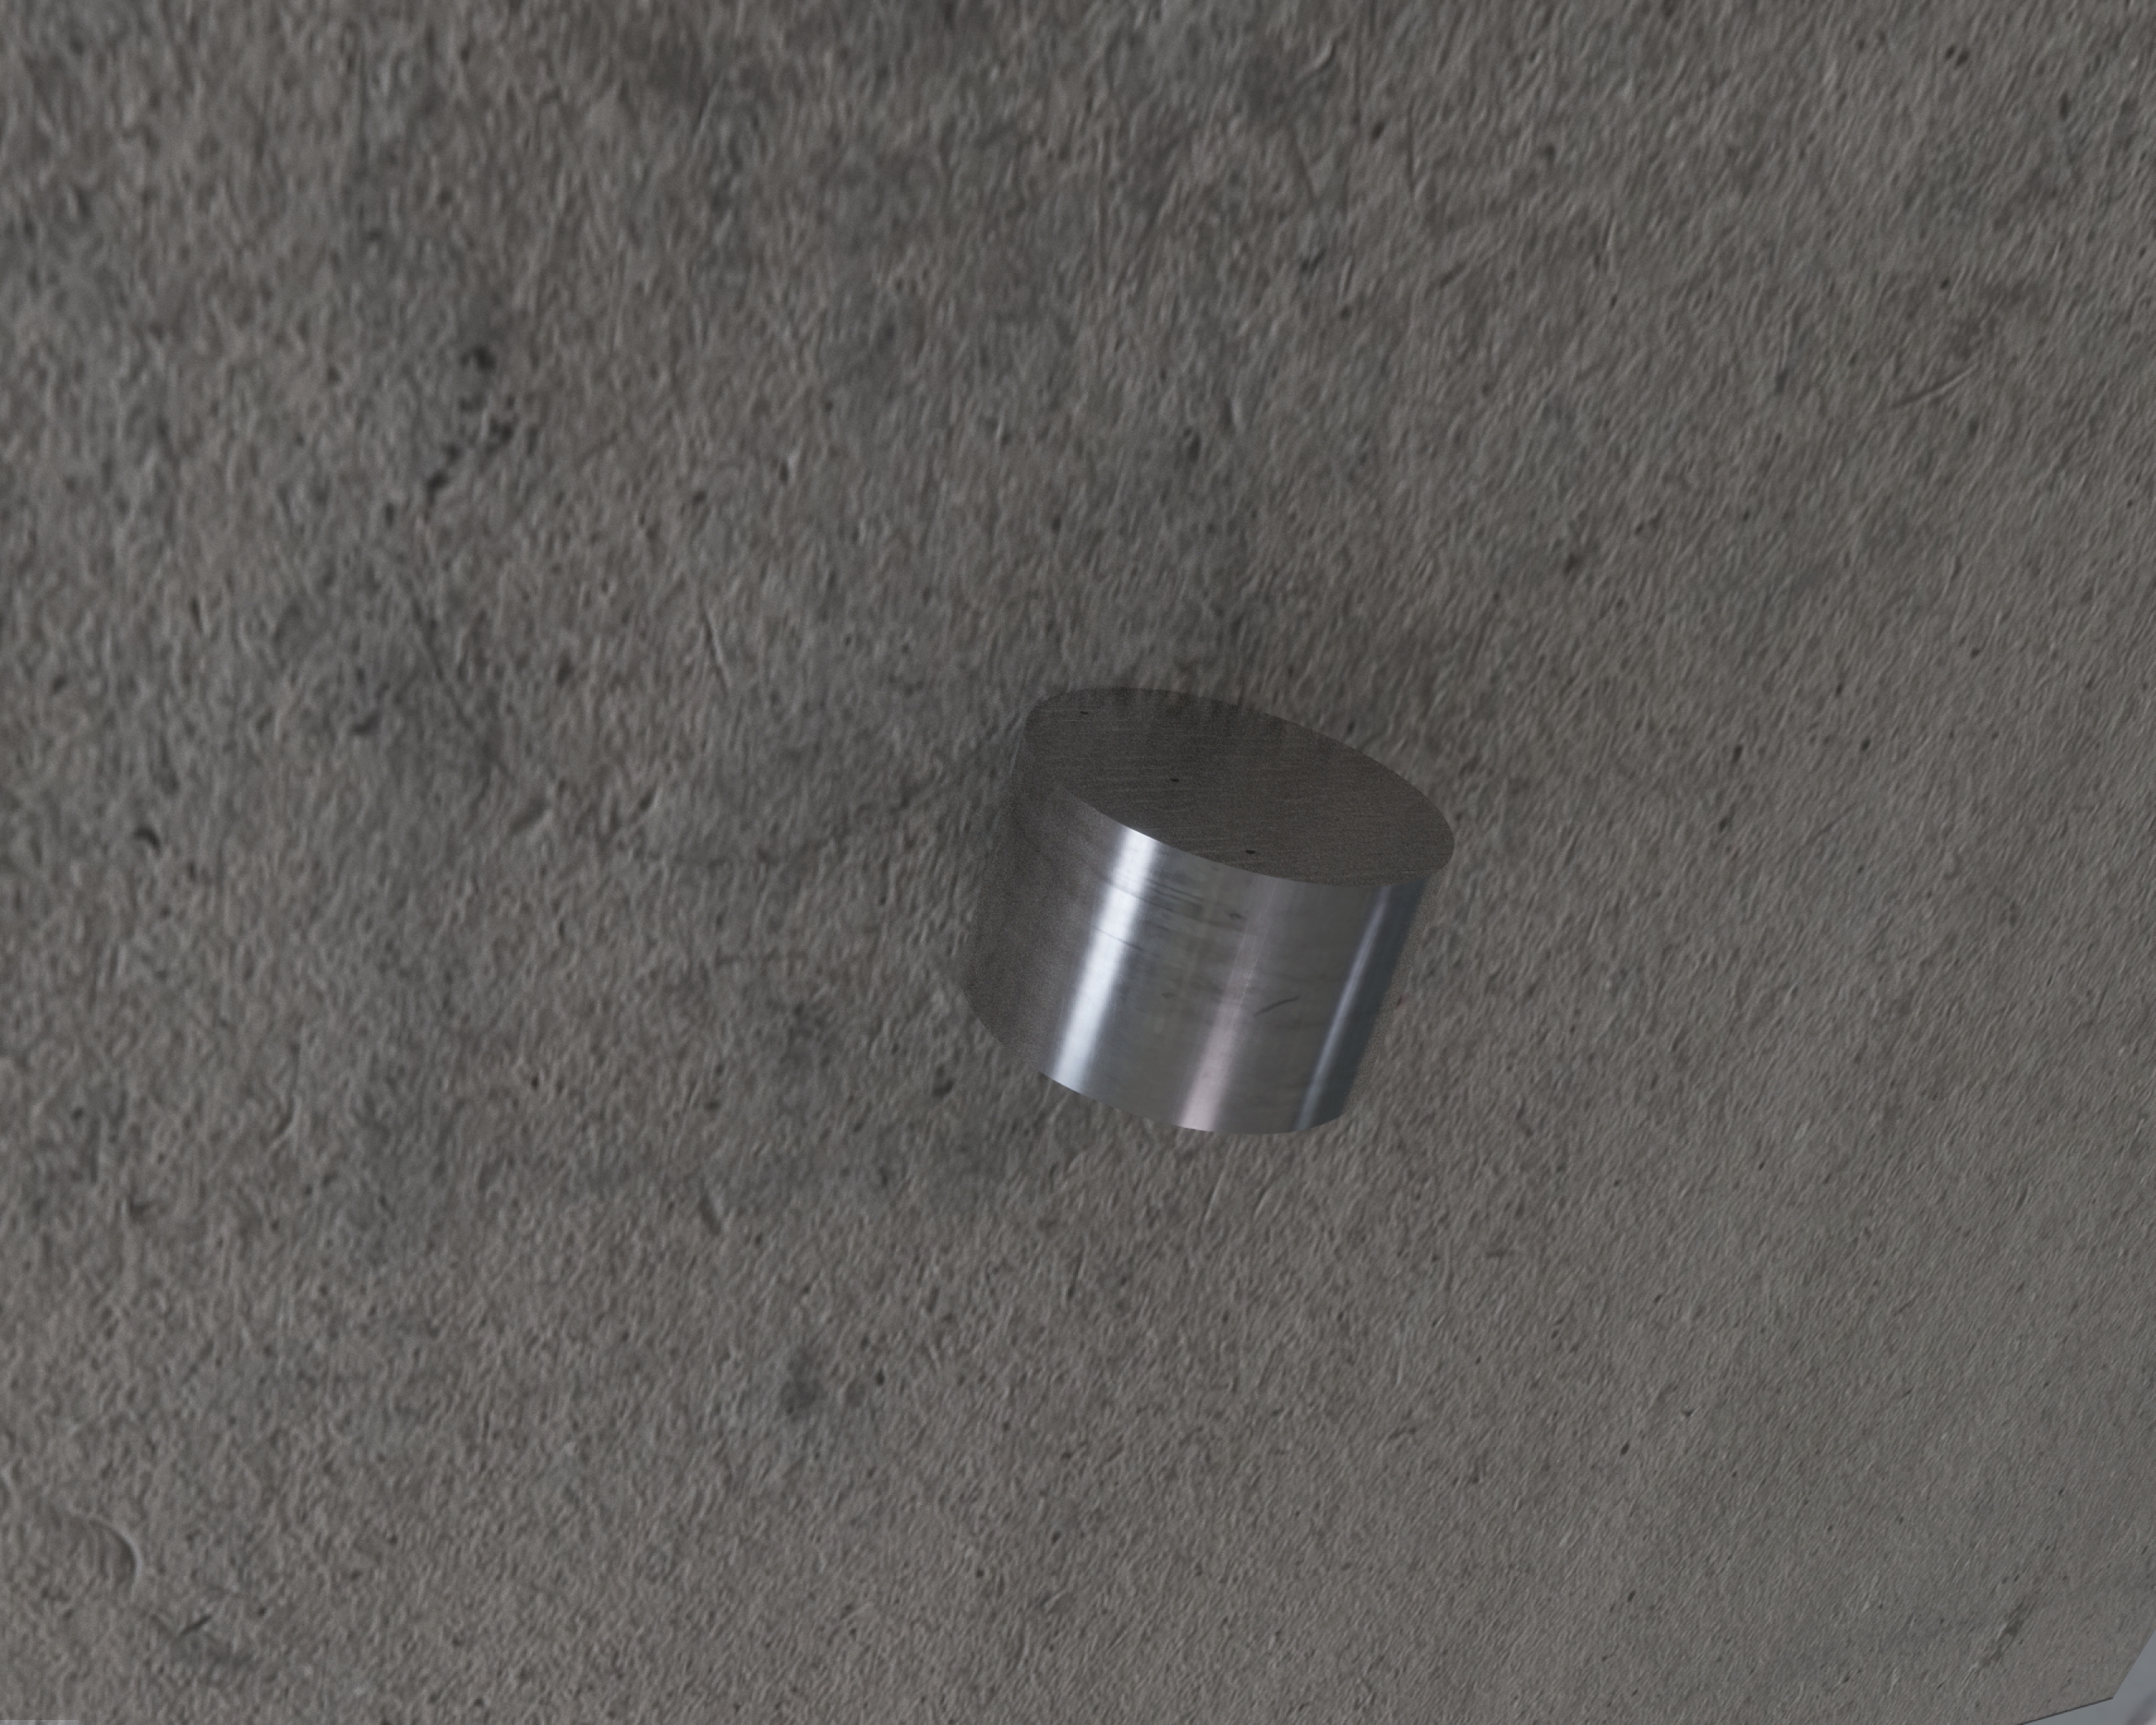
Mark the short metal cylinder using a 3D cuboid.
[{"bbox_3d":[0.023,0.007,0.387,0.081,0.080,0.050,2,118,-29],"label":"short metal cylinder"}]
